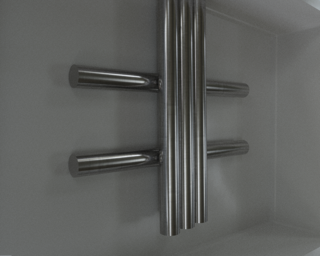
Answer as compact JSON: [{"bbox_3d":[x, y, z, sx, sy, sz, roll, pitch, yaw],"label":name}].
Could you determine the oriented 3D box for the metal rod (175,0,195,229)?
[{"bbox_3d":[0.031,-0.023,0.396,0.025,0.025,0.298,-1,91,-40],"label":"metal rod"}]

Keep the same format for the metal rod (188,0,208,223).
[{"bbox_3d":[0.049,-0.026,0.412,0.025,0.025,0.298,-1,91,-40],"label":"metal rod"}]

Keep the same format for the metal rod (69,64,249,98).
[{"bbox_3d":[0.024,-0.059,0.425,0.302,0.025,0.025,-2,92,-40],"label":"metal rod"}]

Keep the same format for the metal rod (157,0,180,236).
[{"bbox_3d":[0.011,-0.021,0.380,0.025,0.025,0.298,-1,91,-40],"label":"metal rod"}]

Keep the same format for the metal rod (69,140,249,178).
[{"bbox_3d":[0.024,0.036,0.425,0.302,0.025,0.025,-2,91,-40],"label":"metal rod"}]
